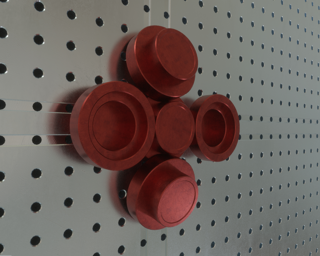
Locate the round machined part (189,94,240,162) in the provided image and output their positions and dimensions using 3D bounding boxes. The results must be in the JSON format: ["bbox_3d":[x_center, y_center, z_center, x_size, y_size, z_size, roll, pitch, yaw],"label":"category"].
[{"bbox_3d":[0.072,0.000,0.460,0.099,0.042,0.097,0,90,-40],"label":"round machined part"}]

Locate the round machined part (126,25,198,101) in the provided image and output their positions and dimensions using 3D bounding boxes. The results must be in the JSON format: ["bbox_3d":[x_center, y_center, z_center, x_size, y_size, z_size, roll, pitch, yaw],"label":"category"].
[{"bbox_3d":[0.010,-0.086,0.393,0.099,0.042,0.098,13,68,-35],"label":"round machined part"}]

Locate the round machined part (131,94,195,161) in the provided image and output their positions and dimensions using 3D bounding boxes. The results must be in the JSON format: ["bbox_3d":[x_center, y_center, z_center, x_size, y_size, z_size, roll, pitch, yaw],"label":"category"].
[{"bbox_3d":[0.008,-0.001,0.405,0.099,0.042,0.097,0,90,-40],"label":"round machined part"}]

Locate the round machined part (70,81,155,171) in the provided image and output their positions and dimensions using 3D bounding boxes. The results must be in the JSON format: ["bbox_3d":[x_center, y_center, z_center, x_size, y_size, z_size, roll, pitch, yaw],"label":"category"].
[{"bbox_3d":[-0.056,-0.002,0.352,0.099,0.042,0.097,0,90,-40],"label":"round machined part"}]

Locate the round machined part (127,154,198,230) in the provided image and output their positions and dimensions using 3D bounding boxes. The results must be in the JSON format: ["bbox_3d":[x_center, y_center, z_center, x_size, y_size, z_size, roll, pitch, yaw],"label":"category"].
[{"bbox_3d":[0.010,0.086,0.394,0.099,0.042,0.097,-15,114,-36],"label":"round machined part"}]
